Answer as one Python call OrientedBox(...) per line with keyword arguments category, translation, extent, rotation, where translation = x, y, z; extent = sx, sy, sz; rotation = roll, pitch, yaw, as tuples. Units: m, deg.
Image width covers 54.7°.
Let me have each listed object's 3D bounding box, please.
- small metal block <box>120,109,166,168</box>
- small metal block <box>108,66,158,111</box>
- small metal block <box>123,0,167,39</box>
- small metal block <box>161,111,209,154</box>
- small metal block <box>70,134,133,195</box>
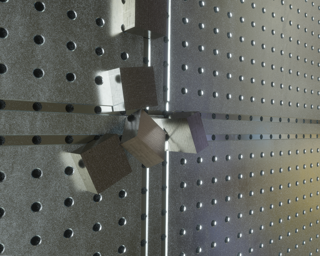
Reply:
OrientedBox(category="small metal block", translation=(-0.019, 0.013, 0.380), extent=(0.050, 0.025, 0.050), rotation=(46, 30, -31))
OrientedBox(category="small metal block", translation=(-0.033, -0.049, 0.383), extent=(0.050, 0.025, 0.050), rotation=(-12, 98, -40))
OrientedBox(category="small metal block", translation=(-0.019, -0.145, 0.395), extent=(0.050, 0.025, 0.050), rotation=(1, 89, -40))
OrientedBox(category="small metal block", translation=(0.034, 0.005, 0.423), extent=(0.025, 0.050, 0.050), rotation=(-28, 108, -37))
OrientedBox(category="small metal block", translation=(-0.066, 0.040, 0.355), extent=(0.050, 0.025, 0.050), rotation=(-31, 110, -36))
